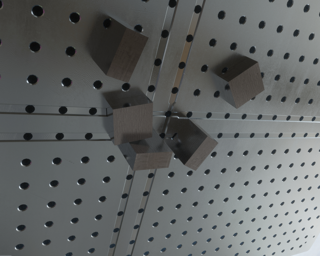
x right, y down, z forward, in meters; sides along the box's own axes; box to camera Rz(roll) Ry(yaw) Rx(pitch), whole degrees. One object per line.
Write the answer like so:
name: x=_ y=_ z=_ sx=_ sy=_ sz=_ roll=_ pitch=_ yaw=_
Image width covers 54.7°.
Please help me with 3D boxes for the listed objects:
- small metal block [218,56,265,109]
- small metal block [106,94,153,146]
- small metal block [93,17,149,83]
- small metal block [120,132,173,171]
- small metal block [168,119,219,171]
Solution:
small metal block: x=0.115 y=-0.064 z=0.437 sx=0.050 sy=0.025 sz=0.050 roll=-34 pitch=129 yaw=-6
small metal block: x=-0.037 y=-0.011 z=0.386 sx=0.050 sy=0.025 sz=0.050 roll=-12 pitch=124 yaw=-22
small metal block: x=-0.042 y=-0.082 z=0.322 sx=0.025 sy=0.050 sz=0.050 roll=15 pitch=111 yaw=-35
small metal block: x=-0.019 y=0.029 z=0.404 sx=0.050 sy=0.050 sz=0.025 roll=-1 pitch=119 yaw=-29
small metal block: x=0.045 y=0.023 z=0.436 sx=0.025 sy=0.050 sz=0.050 roll=31 pitch=101 yaw=-38
